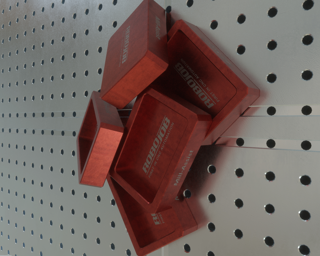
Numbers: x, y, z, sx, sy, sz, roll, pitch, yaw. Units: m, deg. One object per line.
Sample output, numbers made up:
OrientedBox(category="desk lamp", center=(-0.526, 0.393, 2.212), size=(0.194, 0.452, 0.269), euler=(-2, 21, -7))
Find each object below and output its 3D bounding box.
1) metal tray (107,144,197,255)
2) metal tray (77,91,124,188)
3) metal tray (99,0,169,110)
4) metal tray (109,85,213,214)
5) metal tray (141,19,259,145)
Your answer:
OrientedBox(category="metal tray", center=(-0.017, 0.094, 0.418), size=(0.090, 0.030, 0.130), euler=(-40, 66, 32))
OrientedBox(category="metal tray", center=(-0.089, 0.011, 0.437), size=(0.089, 0.030, 0.130), euler=(-67, 24, 18))
OrientedBox(category="metal tray", center=(-0.032, -0.097, 0.391), size=(0.090, 0.030, 0.130), euler=(-37, 37, 33))
OrientedBox(category="metal tray", center=(-0.005, 0.023, 0.369), size=(0.090, 0.030, 0.129), euler=(35, 111, 34))
OrientedBox(category="metal tray", center=(0.041, -0.054, 0.370), size=(0.090, 0.030, 0.130), euler=(-51, 61, 27))
